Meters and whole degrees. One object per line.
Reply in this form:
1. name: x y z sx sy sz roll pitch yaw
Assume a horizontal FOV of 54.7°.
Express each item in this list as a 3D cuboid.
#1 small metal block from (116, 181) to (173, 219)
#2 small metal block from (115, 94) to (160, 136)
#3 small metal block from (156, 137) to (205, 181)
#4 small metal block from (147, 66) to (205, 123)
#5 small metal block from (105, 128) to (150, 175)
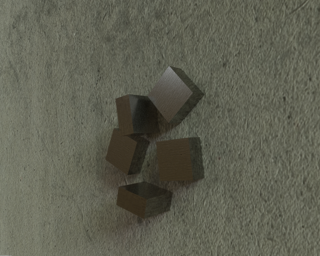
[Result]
1. small metal block: -0.020 0.093 0.405 0.050 0.050 0.025 14 99 39
2. small metal block: -0.029 -0.016 0.413 0.025 0.050 0.050 -13 82 39
3. small metal block: 0.025 0.039 0.385 0.050 0.025 0.050 -10 84 39
4. small metal block: 0.019 -0.041 0.389 0.050 0.025 0.050 -52 60 27
5. small metal block: -0.047 0.033 0.444 0.050 0.025 0.050 28 107 36
